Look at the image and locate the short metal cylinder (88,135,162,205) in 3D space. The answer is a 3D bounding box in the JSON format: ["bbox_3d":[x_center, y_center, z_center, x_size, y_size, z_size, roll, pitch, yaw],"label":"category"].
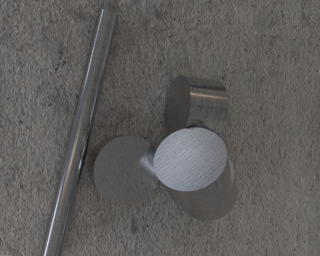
[{"bbox_3d":[-0.044,0.049,0.380,0.081,0.050,0.080,0,90,-20],"label":"short metal cylinder"}]

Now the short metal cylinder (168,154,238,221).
[{"bbox_3d":[0.056,0.070,0.393,0.080,0.080,0.050,-43,142,-15],"label":"short metal cylinder"}]

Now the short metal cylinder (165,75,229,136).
[{"bbox_3d":[0.044,-0.024,0.396,0.050,0.080,0.080,6,88,-20],"label":"short metal cylinder"}]

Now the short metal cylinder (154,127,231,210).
[{"bbox_3d":[0.039,0.046,0.353,0.080,0.080,0.050,-43,142,-15],"label":"short metal cylinder"}]

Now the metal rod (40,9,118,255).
[{"bbox_3d":[-0.096,0.004,0.373,0.025,0.025,0.298,14,85,-20],"label":"metal rod"}]
